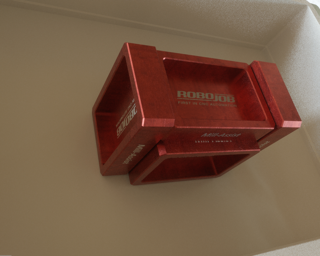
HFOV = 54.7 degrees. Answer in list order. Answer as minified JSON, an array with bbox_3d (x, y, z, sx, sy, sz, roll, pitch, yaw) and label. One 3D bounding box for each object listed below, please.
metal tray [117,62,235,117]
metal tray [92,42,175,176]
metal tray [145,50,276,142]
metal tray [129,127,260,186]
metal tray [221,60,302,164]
[{"bbox_3d":[0.018,-0.046,0.398,0.131,0.090,0.030,0,63,-28],"label":"metal tray"},{"bbox_3d":[-0.036,-0.013,0.325,0.030,0.129,0.090,1,62,-28],"label":"metal tray"},{"bbox_3d":[0.053,-0.032,0.332,0.131,0.030,0.090,1,61,-28],"label":"metal tray"},{"bbox_3d":[0.037,0.033,0.360,0.131,0.090,0.030,0,61,-28],"label":"metal tray"},{"bbox_3d":[0.108,-0.013,0.401,0.030,0.129,0.090,1,62,-28],"label":"metal tray"}]
